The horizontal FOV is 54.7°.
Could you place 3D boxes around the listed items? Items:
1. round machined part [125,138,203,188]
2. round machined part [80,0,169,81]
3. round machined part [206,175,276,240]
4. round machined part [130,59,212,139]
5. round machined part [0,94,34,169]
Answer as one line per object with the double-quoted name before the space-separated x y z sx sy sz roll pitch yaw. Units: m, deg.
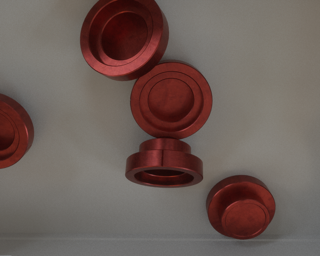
"round machined part" 0.006 0.045 0.401 0.099 0.042 0.098 2 155 1
"round machined part" -0.036 -0.100 0.349 0.098 0.042 0.097 -3 82 19
"round machined part" 0.119 0.121 0.449 0.099 0.042 0.097 0 110 -1
"round machined part" 0.013 -0.037 0.389 0.099 0.042 0.097 0 110 -1
"round machined part" -0.212 0.000 0.399 0.099 0.042 0.097 0 110 -1
